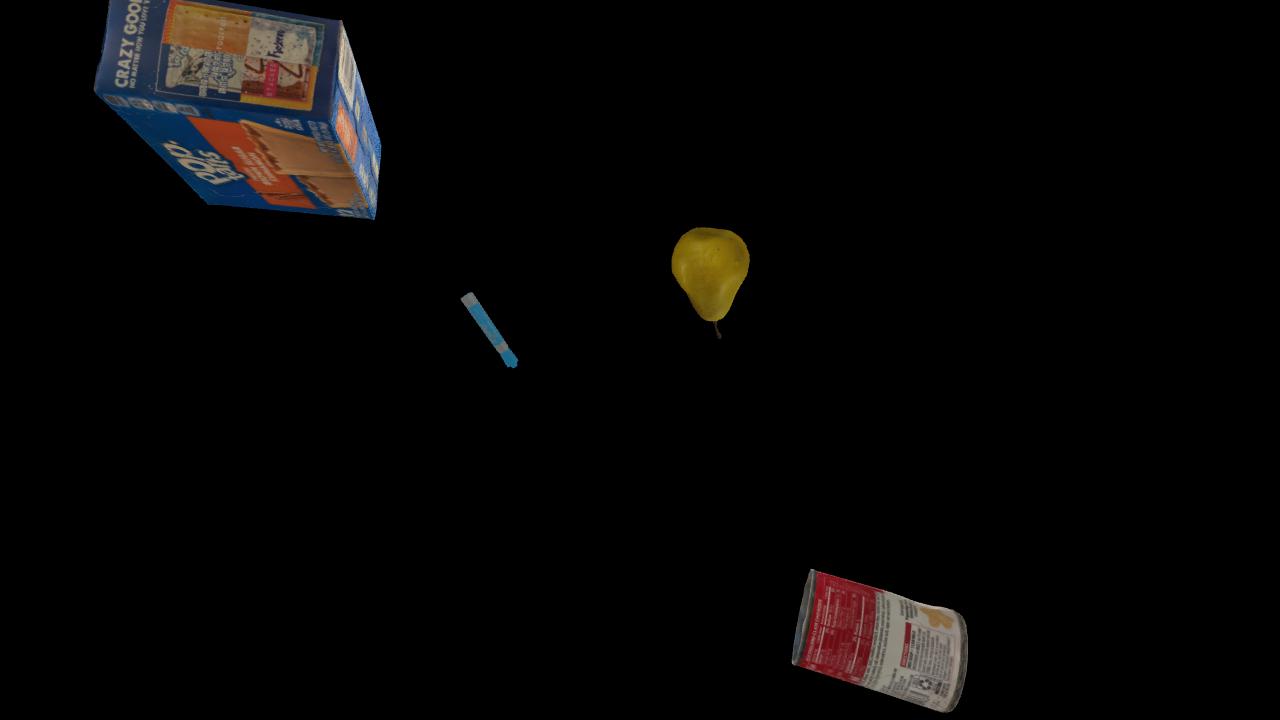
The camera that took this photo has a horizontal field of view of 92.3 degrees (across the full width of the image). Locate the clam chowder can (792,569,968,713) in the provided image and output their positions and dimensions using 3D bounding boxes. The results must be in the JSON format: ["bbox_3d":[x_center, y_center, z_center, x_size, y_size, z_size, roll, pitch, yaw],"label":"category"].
[{"bbox_3d":[0.164,0.194,0.430,0.102,0.068,0.068,12,3,15],"label":"clam chowder can"}]

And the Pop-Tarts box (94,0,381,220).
[{"bbox_3d":[-0.293,-0.186,0.484,0.141,0.083,0.167,4,-12,-13],"label":"Pop-Tarts box"}]

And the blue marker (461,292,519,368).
[{"bbox_3d":[-0.206,-0.039,0.853,0.020,0.121,0.020,-26,22,12],"label":"blue marker"}]

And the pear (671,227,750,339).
[{"bbox_3d":[0.071,-0.079,0.639,0.080,0.111,0.080,1,24,-1],"label":"pear"}]
